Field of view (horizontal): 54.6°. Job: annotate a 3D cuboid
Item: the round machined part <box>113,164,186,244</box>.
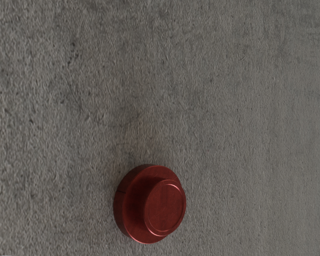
[{"bbox_3d":[-0.005,0.096,0.388,0.099,0.042,0.097,0,90,-40],"label":"round machined part"}]
